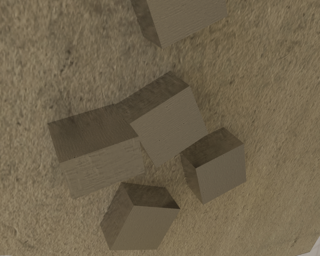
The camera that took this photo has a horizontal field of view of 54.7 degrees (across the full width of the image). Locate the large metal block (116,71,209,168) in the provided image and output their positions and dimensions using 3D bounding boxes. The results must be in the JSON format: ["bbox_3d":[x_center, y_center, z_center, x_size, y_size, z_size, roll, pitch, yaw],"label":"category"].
[{"bbox_3d":[0.004,-0.011,0.388,0.080,0.050,0.080,-33,129,-7],"label":"large metal block"}]

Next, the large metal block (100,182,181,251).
[{"bbox_3d":[-0.030,0.131,0.457,0.081,0.050,0.080,15,111,-35],"label":"large metal block"}]

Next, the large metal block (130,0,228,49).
[{"bbox_3d":[0.015,-0.140,0.313,0.080,0.050,0.080,-29,129,-10],"label":"large metal block"}]

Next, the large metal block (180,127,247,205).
[{"bbox_3d":[0.082,0.057,0.473,0.081,0.050,0.080,-25,128,-13],"label":"large metal block"}]

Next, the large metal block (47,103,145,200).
[{"bbox_3d":[-0.072,0.022,0.346,0.081,0.080,0.050,-19,126,-18],"label":"large metal block"}]
